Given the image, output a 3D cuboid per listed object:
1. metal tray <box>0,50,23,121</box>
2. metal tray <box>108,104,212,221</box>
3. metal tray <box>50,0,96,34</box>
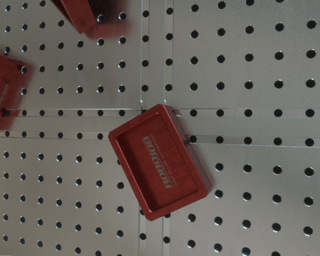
[{"bbox_3d":[-0.291,-0.069,0.510,0.090,0.030,0.129,29,99,17],"label":"metal tray"},{"bbox_3d":[-0.002,0.044,0.409,0.090,0.030,0.130,-29,81,17],"label":"metal tray"},{"bbox_3d":[-0.147,-0.202,0.425,0.030,0.090,0.130,-39,77,-8],"label":"metal tray"}]
